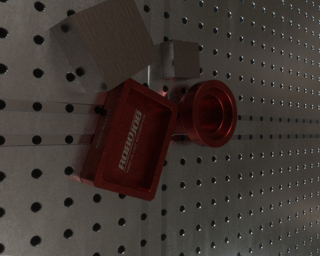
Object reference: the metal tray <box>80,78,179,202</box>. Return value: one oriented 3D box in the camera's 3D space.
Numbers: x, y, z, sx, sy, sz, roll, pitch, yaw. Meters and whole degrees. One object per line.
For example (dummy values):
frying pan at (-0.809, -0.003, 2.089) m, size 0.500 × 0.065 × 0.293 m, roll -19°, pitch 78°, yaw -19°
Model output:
metal tray at (-0.032, 0.016, 0.380) m, size 0.090 × 0.030 × 0.130 m, roll 26°, pitch 74°, yaw -37°

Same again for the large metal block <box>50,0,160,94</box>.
large metal block at (-0.058, -0.094, 0.345) m, size 0.080 × 0.050 × 0.080 m, roll -40°, pitch 115°, yaw -33°

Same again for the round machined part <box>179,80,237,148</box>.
round machined part at (0.067, -0.020, 0.457) m, size 0.099 × 0.042 × 0.097 m, roll 0°, pitch 90°, yaw -40°

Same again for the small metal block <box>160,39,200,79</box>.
small metal block at (0.029, -0.095, 0.436) m, size 0.050 × 0.025 × 0.050 m, roll -6°, pitch 94°, yaw -40°
